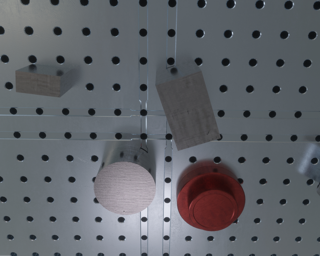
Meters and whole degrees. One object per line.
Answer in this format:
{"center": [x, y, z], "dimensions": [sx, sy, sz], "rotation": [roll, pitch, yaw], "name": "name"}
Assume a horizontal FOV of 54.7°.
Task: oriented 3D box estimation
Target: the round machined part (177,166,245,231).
{"center": [0.074, 0.108, 0.445], "dimensions": [0.099, 0.042, 0.097], "rotation": [0, 110, 0], "name": "round machined part"}

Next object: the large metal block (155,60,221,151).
{"center": [0.032, -0.030, 0.373], "dimensions": [0.050, 0.080, 0.080], "rotation": [-17, 109, 6], "name": "large metal block"}

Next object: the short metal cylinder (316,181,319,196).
{"center": [0.261, 0.078, 0.415], "dimensions": [0.080, 0.080, 0.050], "rotation": [13, 110, -5], "name": "short metal cylinder"}

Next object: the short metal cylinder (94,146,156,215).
{"center": [-0.046, 0.071, 0.426], "dimensions": [0.081, 0.050, 0.079], "rotation": [0, 110, 0], "name": "short metal cylinder"}

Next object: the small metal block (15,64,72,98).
{"center": [-0.139, -0.059, 0.377], "dimensions": [0.050, 0.050, 0.025], "rotation": [7, 110, -3], "name": "small metal block"}
